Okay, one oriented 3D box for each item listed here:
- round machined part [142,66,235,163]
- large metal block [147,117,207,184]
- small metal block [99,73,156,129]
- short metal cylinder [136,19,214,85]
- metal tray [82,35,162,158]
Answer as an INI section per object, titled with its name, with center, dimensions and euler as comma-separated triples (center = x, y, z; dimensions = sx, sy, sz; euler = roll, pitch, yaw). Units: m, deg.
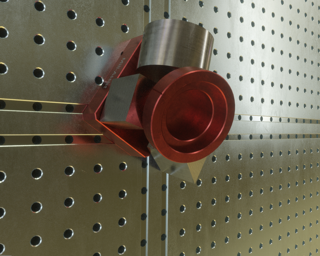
[round machined part]
center = 0.026, -0.016, 0.325
dimensions = 0.099, 0.042, 0.097
euler = -11, 115, -24
[large metal block]
center = 0.033, 0.015, 0.399
dimensions = 0.080, 0.050, 0.080
euler = -63, 156, -21
[small metal block]
center = -0.033, -0.026, 0.325
dimensions = 0.025, 0.050, 0.050
euler = 25, 74, -38
[short metal cylinder]
center = 0.017, -0.080, 0.350
dimensions = 0.081, 0.080, 0.050
euler = 17, 79, -39
[metal tray]
center = -0.024, -0.040, 0.388
dimensions = 0.090, 0.030, 0.130
euler = 42, 64, -32
